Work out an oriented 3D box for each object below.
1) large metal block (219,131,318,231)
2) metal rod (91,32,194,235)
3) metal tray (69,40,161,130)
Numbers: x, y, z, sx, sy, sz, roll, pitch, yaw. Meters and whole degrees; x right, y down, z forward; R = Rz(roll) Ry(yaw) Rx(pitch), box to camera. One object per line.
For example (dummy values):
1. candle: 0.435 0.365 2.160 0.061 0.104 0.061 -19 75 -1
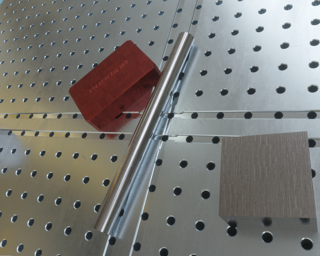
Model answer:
1. large metal block: 0.105 0.053 0.304 0.080 0.050 0.080 -6 59 25
2. metal rod: -0.015 -0.007 0.418 0.025 0.025 0.300 10 66 32
3. metal tray: -0.071 -0.069 0.483 0.130 0.030 0.090 -40 51 0
